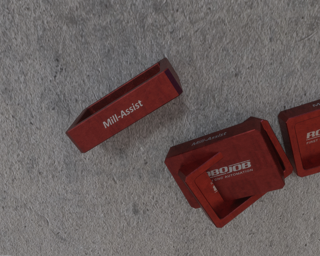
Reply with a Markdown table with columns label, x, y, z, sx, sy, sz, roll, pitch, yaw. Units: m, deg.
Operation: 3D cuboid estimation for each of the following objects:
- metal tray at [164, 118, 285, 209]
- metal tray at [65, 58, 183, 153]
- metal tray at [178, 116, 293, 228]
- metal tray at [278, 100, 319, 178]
| label | x | y | z | sx | sy | sz | roll | pitch | yaw |
| --- | --- | --- | --- | --- | --- | --- | --- | --- | --- |
| metal tray | 0.083 | 0.051 | 0.407 | 0.130 | 0.030 | 0.090 | -21 | 110 | 25 |
| metal tray | -0.039 | -0.030 | 0.363 | 0.130 | 0.090 | 0.030 | -31 | 107 | 10 |
| metal tray | 0.101 | 0.057 | 0.408 | 0.130 | 0.030 | 0.090 | -36 | 107 | -7 |
| metal tray | 0.233 | 0.004 | 0.410 | 0.131 | 0.030 | 0.090 | -18 | 109 | 6 |
